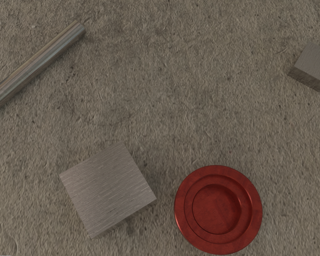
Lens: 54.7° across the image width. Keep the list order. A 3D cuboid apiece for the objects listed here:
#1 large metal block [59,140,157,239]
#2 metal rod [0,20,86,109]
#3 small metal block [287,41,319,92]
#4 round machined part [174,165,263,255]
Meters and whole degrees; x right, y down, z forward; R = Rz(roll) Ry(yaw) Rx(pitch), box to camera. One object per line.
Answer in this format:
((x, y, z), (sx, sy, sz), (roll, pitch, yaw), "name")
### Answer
((-0.059, 0.073, 0.367), (0.080, 0.050, 0.080), (-30, 73, -10), "large metal block")
((-0.218, -0.044, 0.422), (0.025, 0.025, 0.301), (39, 74, 13), "metal rod")
((0.220, -0.087, 0.442), (0.050, 0.025, 0.050), (33, 73, 11), "small metal block")
((0.065, 0.096, 0.364), (0.099, 0.042, 0.098), (0, 70, 0), "round machined part")
